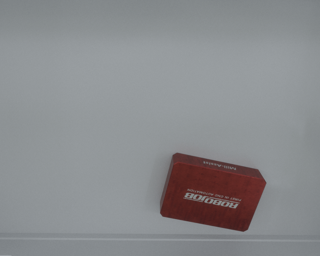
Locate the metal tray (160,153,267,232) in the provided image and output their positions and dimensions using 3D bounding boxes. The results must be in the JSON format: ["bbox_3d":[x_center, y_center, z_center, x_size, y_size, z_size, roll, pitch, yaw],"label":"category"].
[{"bbox_3d":[0.073,0.093,0.443,0.131,0.030,0.089,12,110,-5],"label":"metal tray"}]
